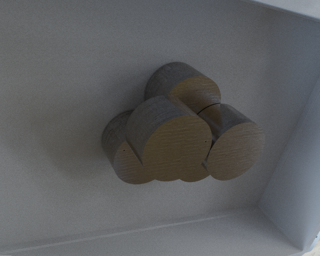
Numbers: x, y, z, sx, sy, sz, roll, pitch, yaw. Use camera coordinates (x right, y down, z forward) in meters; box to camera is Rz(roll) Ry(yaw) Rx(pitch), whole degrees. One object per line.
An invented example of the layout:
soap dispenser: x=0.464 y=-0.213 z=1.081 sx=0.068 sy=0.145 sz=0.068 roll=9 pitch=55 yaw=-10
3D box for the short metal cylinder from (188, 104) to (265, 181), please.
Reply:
short metal cylinder: x=0.079 y=0.017 z=0.378 sx=0.081 sy=0.050 sz=0.079 roll=-14 pitch=124 yaw=-21

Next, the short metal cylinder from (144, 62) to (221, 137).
short metal cylinder: x=0.027 y=-0.035 z=0.384 sx=0.081 sy=0.050 sz=0.079 roll=-14 pitch=124 yaw=-21

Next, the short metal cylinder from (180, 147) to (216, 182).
short metal cylinder: x=0.044 y=0.028 z=0.431 sx=0.081 sy=0.050 sz=0.079 roll=-14 pitch=124 yaw=-21

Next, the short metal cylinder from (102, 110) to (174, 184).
short metal cylinder: x=-0.027 y=0.024 z=0.390 sx=0.081 sy=0.050 sz=0.079 roll=-14 pitch=124 yaw=-21

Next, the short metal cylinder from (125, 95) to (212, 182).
short metal cylinder: x=0.009 y=0.011 z=0.337 sx=0.081 sy=0.050 sz=0.079 roll=-14 pitch=124 yaw=-21
